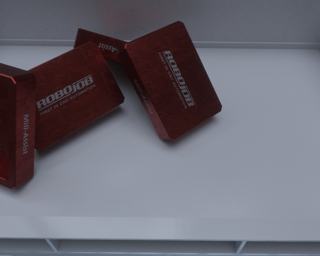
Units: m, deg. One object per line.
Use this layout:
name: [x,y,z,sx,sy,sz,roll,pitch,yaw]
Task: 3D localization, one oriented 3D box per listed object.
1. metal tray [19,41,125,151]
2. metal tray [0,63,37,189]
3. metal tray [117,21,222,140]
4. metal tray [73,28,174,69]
metal tray: [-0.122,-0.042,0.395,0.131,0.090,0.030,-34,17,-23]
metal tray: [-0.185,-0.006,0.340,0.090,0.129,0.030,17,24,13]
metal tray: [0.015,-0.060,0.400,0.091,0.030,0.129,-31,101,-24]
metal tray: [-0.048,-0.109,0.459,0.130,0.030,0.090,20,11,15]
